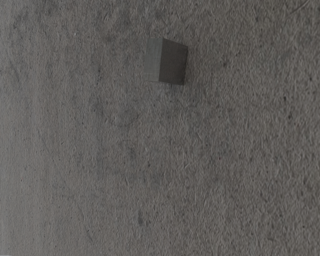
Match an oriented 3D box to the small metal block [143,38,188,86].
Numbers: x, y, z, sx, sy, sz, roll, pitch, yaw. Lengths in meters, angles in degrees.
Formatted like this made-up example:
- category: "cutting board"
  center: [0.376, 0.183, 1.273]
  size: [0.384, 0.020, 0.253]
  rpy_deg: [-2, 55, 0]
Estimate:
- category: "small metal block"
  center: [0.008, -0.080, 0.383]
  size: [0.025, 0.050, 0.050]
  rpy_deg: [10, 97, 40]
